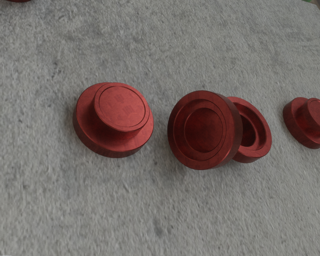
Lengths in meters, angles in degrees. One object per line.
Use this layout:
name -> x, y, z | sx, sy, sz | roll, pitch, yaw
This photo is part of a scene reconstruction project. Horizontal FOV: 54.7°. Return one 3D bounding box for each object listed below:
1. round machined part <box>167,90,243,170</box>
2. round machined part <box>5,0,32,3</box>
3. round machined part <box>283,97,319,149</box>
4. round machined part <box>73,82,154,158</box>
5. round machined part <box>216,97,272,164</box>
round machined part -> 0.060, 0.003, 0.393 | 0.042, 0.098, 0.098 | 4, 58, -50
round machined part -> -0.197, -0.209, 0.414 | 0.099, 0.042, 0.098 | 14, 56, -21
round machined part -> 0.273, -0.015, 0.552 | 0.099, 0.042, 0.098 | 14, 56, -21
round machined part -> -0.052, -0.016, 0.376 | 0.099, 0.042, 0.098 | 14, 56, -21
round machined part -> 0.110, 0.006, 0.449 | 0.099, 0.042, 0.098 | 15, 55, -23
